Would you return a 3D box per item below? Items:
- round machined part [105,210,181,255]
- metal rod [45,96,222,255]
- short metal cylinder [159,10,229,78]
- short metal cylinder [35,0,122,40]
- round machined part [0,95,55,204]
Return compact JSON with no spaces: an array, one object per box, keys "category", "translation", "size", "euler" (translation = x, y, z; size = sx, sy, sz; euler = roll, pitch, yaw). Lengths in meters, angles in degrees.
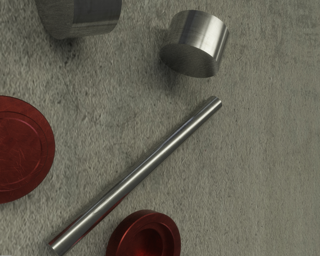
[{"category":"round machined part","translation":[-0.024,0.148,0.376],"size":[0.099,0.042,0.097],"euler":[0,90,-40]},{"category":"metal rod","translation":[-0.012,0.043,0.396],"size":[0.302,0.025,0.025],"euler":[-40,115,-33]},{"category":"short metal cylinder","translation":[0.045,-0.108,0.409],"size":[0.080,0.080,0.050],"euler":[31,71,-36]},{"category":"short metal cylinder","translation":[-0.082,-0.130,0.301],"size":[0.050,0.080,0.079],"euler":[-22,104,-38]},{"category":"round machined part","translation":[-0.141,0.019,0.276],"size":[0.099,0.042,0.097],"euler":[0,90,-40]}]
